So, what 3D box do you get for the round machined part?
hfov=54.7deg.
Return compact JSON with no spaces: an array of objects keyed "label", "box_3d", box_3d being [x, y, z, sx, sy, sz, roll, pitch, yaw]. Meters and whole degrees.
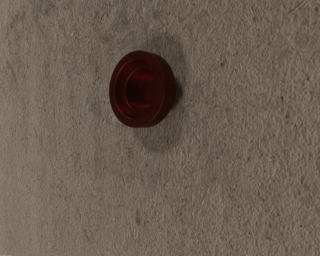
[{"label":"round machined part","box_3d":[-0.018,-0.049,0.407,0.098,0.042,0.097,0,90,39]}]
